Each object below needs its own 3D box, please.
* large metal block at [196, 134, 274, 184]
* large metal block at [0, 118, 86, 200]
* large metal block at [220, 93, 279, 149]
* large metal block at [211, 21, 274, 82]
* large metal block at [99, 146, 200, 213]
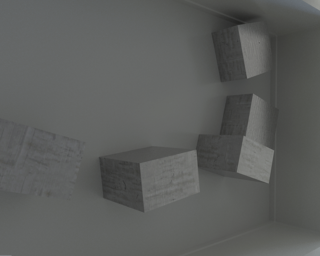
[{"bbox_3d":[0.109,0.045,0.462,0.080,0.080,0.050,22,76,-38],"label":"large metal block"},{"bbox_3d":[-0.124,0.025,0.267,0.080,0.080,0.050,21,77,-38],"label":"large metal block"},{"bbox_3d":[0.149,-0.004,0.515,0.080,0.050,0.080,21,77,-38],"label":"large metal block"},{"bbox_3d":[0.136,-0.124,0.504,0.081,0.050,0.080,-22,104,-38],"label":"large metal block"},{"bbox_3d":[-0.013,0.054,0.360,0.081,0.080,0.050,-9,96,-40],"label":"large metal block"}]
